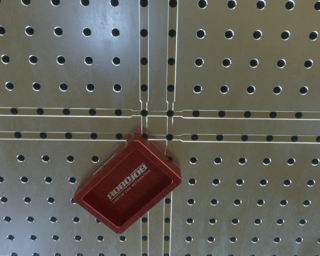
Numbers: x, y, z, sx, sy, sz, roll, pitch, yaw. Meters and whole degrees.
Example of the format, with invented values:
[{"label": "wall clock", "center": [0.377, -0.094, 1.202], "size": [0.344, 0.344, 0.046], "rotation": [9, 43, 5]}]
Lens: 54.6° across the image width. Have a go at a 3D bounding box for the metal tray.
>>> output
[{"label": "metal tray", "center": [-0.045, 0.080, 0.439], "size": [0.130, 0.030, 0.090], "rotation": [-43, 105, 14]}]
